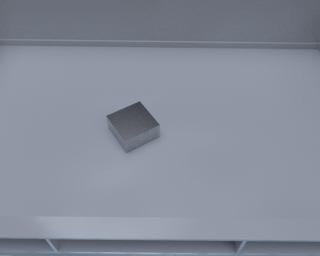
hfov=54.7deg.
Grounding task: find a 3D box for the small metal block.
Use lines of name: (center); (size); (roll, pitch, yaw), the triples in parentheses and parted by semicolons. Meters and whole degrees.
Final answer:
small metal block: (-0.035, -0.002, 0.406); (0.050, 0.025, 0.050); (-26, 55, -21)
